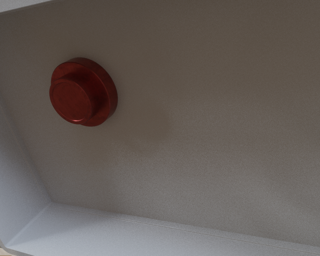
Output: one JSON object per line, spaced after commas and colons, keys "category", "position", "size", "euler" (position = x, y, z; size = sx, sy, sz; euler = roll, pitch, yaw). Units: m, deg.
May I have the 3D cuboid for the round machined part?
{"category": "round machined part", "position": [-0.112, -0.044, 0.427], "size": [0.098, 0.042, 0.097], "euler": [13, 124, 20]}
